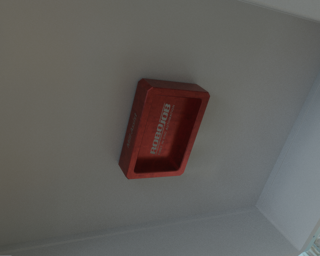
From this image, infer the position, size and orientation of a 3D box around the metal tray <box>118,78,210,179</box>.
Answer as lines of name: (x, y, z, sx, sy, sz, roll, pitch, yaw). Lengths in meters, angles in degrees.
metal tray: (0.004, 0.004, 0.408, 0.091, 0.030, 0.129, 1, 118, -30)
